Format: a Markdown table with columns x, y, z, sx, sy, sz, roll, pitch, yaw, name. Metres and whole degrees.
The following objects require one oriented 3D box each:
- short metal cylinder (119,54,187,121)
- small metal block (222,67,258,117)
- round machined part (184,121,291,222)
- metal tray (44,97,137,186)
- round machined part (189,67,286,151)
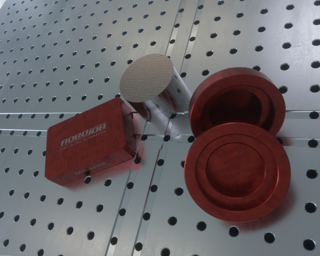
| x | y | z | sx | sy | sz | roll | pitch | yaw | name |
| --- | --- | --- | --- | --- | --- | --- | --- | --- | --- |
| -0.009 | -0.056 | 0.431 | 0.080 | 0.050 | 0.080 | -13 | 56 | 21 | short metal cylinder |
| 0.095 | -0.041 | 0.384 | 0.050 | 0.025 | 0.050 | -24 | 53 | 13 | small metal block |
| 0.075 | 0.040 | 0.312 | 0.098 | 0.042 | 0.097 | 1 | 98 | 10 | round machined part |
| -0.102 | 0.019 | 0.447 | 0.130 | 0.030 | 0.090 | -22 | 54 | 15 | metal tray |
| 0.080 | -0.021 | 0.338 | 0.098 | 0.098 | 0.042 | -23 | 29 | 14 | round machined part |
